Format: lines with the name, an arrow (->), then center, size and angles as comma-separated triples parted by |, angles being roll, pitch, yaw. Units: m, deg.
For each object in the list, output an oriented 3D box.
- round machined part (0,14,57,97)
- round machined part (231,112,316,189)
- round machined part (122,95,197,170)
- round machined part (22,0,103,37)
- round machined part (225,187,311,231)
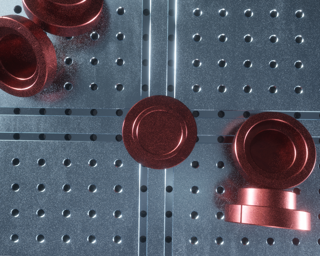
round machined part -> -0.172, -0.092, 0.390 | 0.098, 0.042, 0.097 | 8, 118, 15
round machined part -> 0.141, 0.032, 0.396 | 0.099, 0.042, 0.098 | 0, 72, 0
round machined part -> 0.000, 0.006, 0.405 | 0.099, 0.042, 0.097 | 0, 90, 0
round machined part -> -0.120, -0.168, 0.386 | 0.099, 0.042, 0.098 | 6, 70, -16
round machined part -> 0.130, 0.098, 0.380 | 0.099, 0.098, 0.042 | 7, 75, 0
